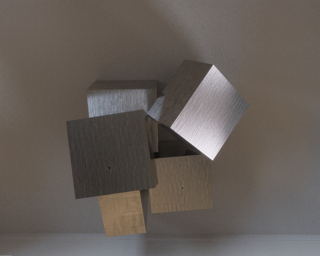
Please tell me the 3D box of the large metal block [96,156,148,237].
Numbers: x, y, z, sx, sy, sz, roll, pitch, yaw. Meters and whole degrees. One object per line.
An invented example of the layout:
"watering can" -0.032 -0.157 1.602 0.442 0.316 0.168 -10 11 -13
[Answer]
"large metal block" -0.047 0.083 0.410 0.050 0.080 0.079 -6 110 2

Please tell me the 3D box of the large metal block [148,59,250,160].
"large metal block" 0.045 -0.021 0.362 0.080 0.050 0.080 37 85 -37

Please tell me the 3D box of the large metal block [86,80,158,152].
"large metal block" -0.043 -0.016 0.390 0.081 0.050 0.079 -1 110 0

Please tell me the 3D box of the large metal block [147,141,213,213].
"large metal block" 0.025 0.064 0.418 0.080 0.050 0.079 -5 110 1

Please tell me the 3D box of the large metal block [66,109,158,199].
"large metal block" -0.049 0.028 0.337 0.080 0.050 0.080 -9 85 3
